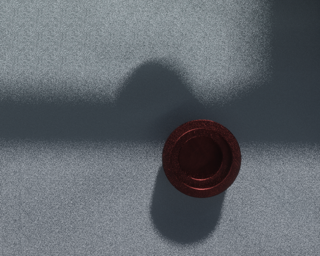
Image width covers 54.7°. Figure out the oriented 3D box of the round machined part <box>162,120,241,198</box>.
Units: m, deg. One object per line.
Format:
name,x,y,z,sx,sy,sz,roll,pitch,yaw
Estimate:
round machined part,0.052,0.038,0.404,0.099,0.042,0.097,0,90,-1
